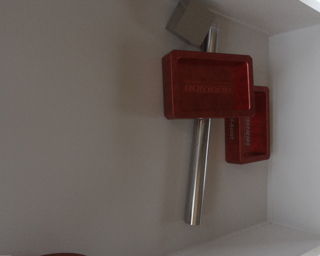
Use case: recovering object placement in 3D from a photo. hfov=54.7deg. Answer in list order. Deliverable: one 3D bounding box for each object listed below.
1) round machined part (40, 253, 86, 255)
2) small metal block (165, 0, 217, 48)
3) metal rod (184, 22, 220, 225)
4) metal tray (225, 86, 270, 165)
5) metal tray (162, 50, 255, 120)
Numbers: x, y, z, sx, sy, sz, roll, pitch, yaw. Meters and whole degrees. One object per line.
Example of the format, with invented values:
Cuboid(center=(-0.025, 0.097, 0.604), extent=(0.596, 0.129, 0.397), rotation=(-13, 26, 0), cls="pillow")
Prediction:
Cuboid(center=(-0.102, 0.153, 0.275), extent=(0.099, 0.098, 0.042), rotation=(-4, 93, -40), cls="round machined part")
Cuboid(center=(0.044, -0.148, 0.434), extent=(0.050, 0.025, 0.050), rotation=(22, 99, -39), cls="small metal block")
Cuboid(center=(0.064, -0.010, 0.462), extent=(0.025, 0.025, 0.298), rotation=(10, 84, -40), cls="metal rod")
Cuboid(center=(0.152, -0.007, 0.533), extent=(0.091, 0.030, 0.129), rotation=(-3, 92, -40), cls="metal tray")
Cuboid(center=(0.070, -0.058, 0.436), extent=(0.131, 0.030, 0.089), rotation=(-2, 88, -23), cls="metal tray")
